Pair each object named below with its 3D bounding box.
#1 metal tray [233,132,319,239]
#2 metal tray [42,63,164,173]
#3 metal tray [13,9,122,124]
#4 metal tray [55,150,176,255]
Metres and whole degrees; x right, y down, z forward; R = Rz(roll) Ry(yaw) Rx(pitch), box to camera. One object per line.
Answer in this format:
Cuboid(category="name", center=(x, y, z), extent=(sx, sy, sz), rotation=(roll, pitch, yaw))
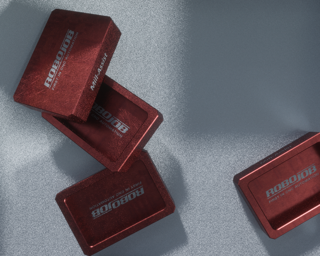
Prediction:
Cuboid(category="metal tray", center=(0.177, 0.074, 0.411), extent=(0.130, 0.030, 0.090), rotation=(-30, 90, -1))
Cuboid(category="metal tray", center=(-0.073, -0.016, 0.390), extent=(0.130, 0.030, 0.090), rotation=(35, 90, 16))
Cuboid(category="metal tray", center=(-0.113, -0.078, 0.381), extent=(0.090, 0.030, 0.130), rotation=(16, 79, 20))
Cuboid(category="metal tray", center=(-0.057, 0.096, 0.408), extent=(0.130, 0.030, 0.090), rotation=(-28, 90, -1))
